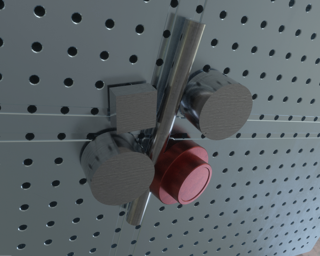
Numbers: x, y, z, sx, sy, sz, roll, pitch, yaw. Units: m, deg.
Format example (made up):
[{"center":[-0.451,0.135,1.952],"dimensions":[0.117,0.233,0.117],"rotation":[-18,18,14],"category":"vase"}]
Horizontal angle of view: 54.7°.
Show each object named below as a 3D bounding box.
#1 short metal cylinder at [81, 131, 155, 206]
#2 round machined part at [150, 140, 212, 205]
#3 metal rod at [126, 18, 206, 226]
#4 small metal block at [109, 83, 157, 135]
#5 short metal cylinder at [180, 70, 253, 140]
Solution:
[{"center":[-0.054,0.050,0.391],"dimensions":[0.081,0.050,0.079],"rotation":[-14,124,-21],"category":"short metal cylinder"},{"center":[0.036,0.070,0.443],"dimensions":[0.099,0.042,0.097],"rotation":[-27,134,-31],"category":"round machined part"},{"center":[0.001,0.009,0.412],"dimensions":[0.025,0.025,0.298],"rotation":[3,117,-30],"category":"metal rod"},{"center":[-0.032,-0.024,0.374],"dimensions":[0.050,0.025,0.050],"rotation":[-11,123,-23],"category":"small metal block"},{"center":[0.074,-0.031,0.411],"dimensions":[0.081,0.050,0.079],"rotation":[-14,124,-21],"category":"short metal cylinder"}]
